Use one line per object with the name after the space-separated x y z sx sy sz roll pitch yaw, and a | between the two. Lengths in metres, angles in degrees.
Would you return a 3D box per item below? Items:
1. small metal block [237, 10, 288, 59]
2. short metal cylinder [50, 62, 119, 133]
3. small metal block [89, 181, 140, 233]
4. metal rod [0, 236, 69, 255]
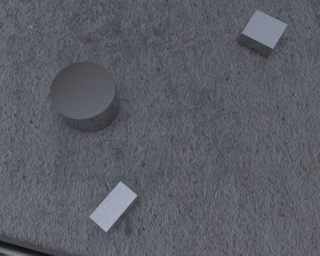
0.152 -0.140 0.461 0.050 0.025 0.050 31 73 10 | small metal block
-0.096 -0.040 0.408 0.081 0.050 0.080 0 70 0 | short metal cylinder
-0.051 0.093 0.360 0.025 0.050 0.050 38 74 12 | small metal block
-0.069 0.166 0.346 0.302 0.025 0.025 14 71 4 | metal rod
